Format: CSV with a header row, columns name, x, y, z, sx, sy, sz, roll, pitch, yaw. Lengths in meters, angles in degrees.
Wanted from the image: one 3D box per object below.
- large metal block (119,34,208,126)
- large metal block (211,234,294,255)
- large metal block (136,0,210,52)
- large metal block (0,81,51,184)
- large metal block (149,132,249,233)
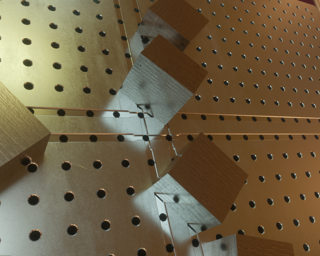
name,x,y,z,sx,sy,sz,roll,pitch,yaw
large metal block,0.003,-0.062,0.414,0.080,0.080,0.050,37,51,-4
large metal block,0.106,0.170,0.348,0.081,0.050,0.080,16,55,-20
large metal block,0.022,-0.167,0.508,0.080,0.050,0.080,39,51,-3
large metal block,-0.168,0.009,0.297,0.080,0.050,0.080,45,51,3
large metal block,0.049,0.066,0.380,0.080,0.050,0.080,43,51,1
